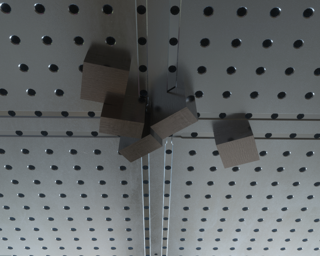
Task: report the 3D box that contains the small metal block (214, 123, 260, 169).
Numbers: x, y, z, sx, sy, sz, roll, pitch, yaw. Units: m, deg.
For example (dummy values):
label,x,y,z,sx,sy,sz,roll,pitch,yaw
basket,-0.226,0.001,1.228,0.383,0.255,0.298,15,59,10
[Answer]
label,x,y,z,sx,sy,sz,roll,pitch,yaw
small metal block,0.108,0.026,0.434,0.050,0.025,0.050,-16,128,13

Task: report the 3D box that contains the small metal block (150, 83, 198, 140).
label,x,y,z,sx,sy,sz,roll,pitch,yaw
small metal block,0.016,-0.021,0.377,0.050,0.050,0.025,-28,125,22

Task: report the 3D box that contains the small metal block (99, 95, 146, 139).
label,x,y,z,sx,sy,sz,roll,pitch,yaw
small metal block,-0.045,-0.016,0.381,0.050,0.050,0.025,9,130,-8

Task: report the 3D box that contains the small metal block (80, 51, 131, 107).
label,x,y,z,sx,sy,sz,roll,pitch,yaw
small metal block,-0.064,-0.057,0.363,0.050,0.025,0.050,10,129,-9

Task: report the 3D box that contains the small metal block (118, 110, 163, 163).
label,x,y,z,sx,sy,sz,roll,pitch,yaw
small metal block,-0.025,0.010,0.403,0.050,0.050,0.025,-29,125,22
